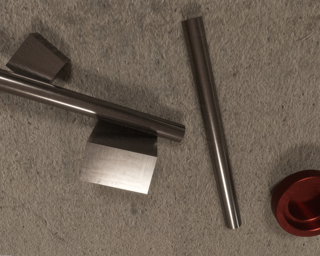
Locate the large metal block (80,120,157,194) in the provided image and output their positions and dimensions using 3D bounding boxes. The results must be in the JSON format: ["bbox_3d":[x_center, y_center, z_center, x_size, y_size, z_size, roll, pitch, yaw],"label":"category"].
[{"bbox_3d":[-0.048,0.033,0.392,0.081,0.080,0.050,13,110,-5],"label":"large metal block"}]

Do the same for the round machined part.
[{"bbox_3d":[0.207,0.102,0.441,0.099,0.042,0.097,0,110,-1],"label":"round machined part"}]

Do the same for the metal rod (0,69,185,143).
[{"bbox_3d":[-0.111,-0.034,0.373,0.302,0.025,0.025,17,109,-15],"label":"metal rod"}]

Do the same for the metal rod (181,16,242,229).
[{"bbox_3d":[0.073,0.007,0.413,0.025,0.025,0.298,-13,110,4],"label":"metal rod"}]

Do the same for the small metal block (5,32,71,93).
[{"bbox_3d":[-0.148,-0.080,0.378,0.050,0.025,0.050,41,105,-14],"label":"small metal block"}]
